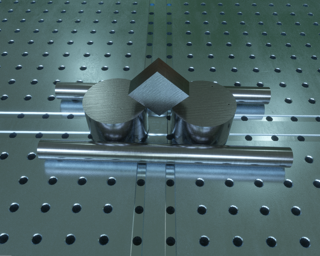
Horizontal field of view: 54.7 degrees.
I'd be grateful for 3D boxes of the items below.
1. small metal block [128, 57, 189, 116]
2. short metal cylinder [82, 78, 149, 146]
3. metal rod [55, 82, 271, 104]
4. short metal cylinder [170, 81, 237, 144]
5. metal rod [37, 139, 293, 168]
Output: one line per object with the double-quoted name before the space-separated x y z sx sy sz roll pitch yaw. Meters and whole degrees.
"small metal block" -0.001 -0.047 0.366 0.050 0.050 0.025 33 42 -30
"short metal cylinder" -0.055 -0.019 0.403 0.081 0.050 0.080 0 50 0
"metal rod" 0.004 -0.050 0.445 0.302 0.025 0.025 2 50 1
"short metal cylinder" 0.054 -0.016 0.401 0.081 0.050 0.080 0 50 0
"metal rod" 0.005 0.031 0.377 0.302 0.025 0.025 2 50 1
